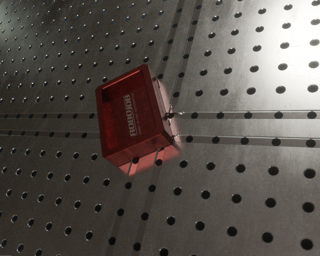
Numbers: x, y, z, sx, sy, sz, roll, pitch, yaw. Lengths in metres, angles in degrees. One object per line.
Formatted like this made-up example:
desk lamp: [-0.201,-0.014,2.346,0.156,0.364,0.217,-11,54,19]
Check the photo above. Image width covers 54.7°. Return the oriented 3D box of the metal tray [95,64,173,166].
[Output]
metal tray: [-0.041,-0.021,0.437,0.090,0.030,0.130,-24,53,13]
